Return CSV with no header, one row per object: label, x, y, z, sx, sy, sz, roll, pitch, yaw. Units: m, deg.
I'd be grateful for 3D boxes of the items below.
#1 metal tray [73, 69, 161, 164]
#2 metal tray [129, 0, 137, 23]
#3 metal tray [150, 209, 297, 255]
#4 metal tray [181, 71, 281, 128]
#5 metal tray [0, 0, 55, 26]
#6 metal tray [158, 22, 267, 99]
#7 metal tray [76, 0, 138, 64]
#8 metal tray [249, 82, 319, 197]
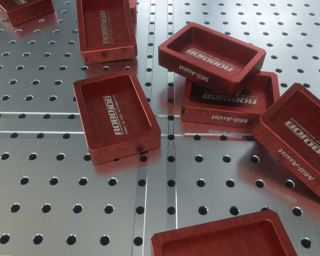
metal tray,-0.061,-0.021,0.421,0.091,0.030,0.130,-15,52,-12
metal tray,-0.092,-0.259,0.622,0.091,0.030,0.130,-2,50,-2
metal tray,0.063,0.135,0.291,0.131,0.030,0.090,-9,51,-8
metal tray,0.100,-0.046,0.443,0.131,0.030,0.090,7,50,5
metal tray,-0.284,-0.259,0.620,0.091,0.030,0.130,-34,58,-25
metal tray,0.074,-0.102,0.451,0.130,0.030,0.090,30,55,23
metal tray,-0.092,-0.175,0.529,0.091,0.030,0.130,-9,64,-5
metal tray,0.183,0.016,0.368,0.130,0.030,0.090,45,62,12
